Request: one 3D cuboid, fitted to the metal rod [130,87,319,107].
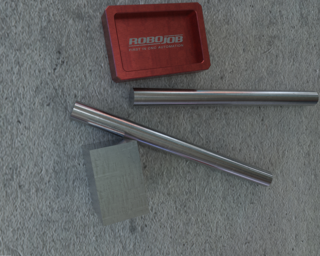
[{"bbox_3d":[0.106,-0.044,0.449,0.303,0.025,0.025,-2,91,-21],"label":"metal rod"}]

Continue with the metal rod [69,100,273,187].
[{"bbox_3d":[0.029,0.028,0.420,0.302,0.025,0.025,20,83,-19],"label":"metal rod"}]

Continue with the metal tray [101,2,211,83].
[{"bbox_3d":[-0.003,-0.112,0.405,0.131,0.030,0.089,-11,94,-20],"label":"metal tray"}]

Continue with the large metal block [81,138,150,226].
[{"bbox_3d":[-0.055,0.057,0.360,0.050,0.080,0.079,-11,94,-20],"label":"large metal block"}]
